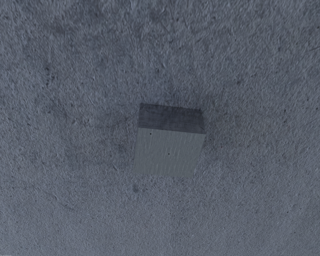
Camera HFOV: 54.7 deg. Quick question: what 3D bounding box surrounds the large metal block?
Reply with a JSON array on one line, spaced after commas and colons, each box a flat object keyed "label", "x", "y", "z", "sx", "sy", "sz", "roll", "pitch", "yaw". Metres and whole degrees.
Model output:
[{"label": "large metal block", "x": 0.009, "y": 0.017, "z": 0.407, "sx": 0.081, "sy": 0.050, "sz": 0.079, "roll": 6, "pitch": 130, "yaw": -6}]
